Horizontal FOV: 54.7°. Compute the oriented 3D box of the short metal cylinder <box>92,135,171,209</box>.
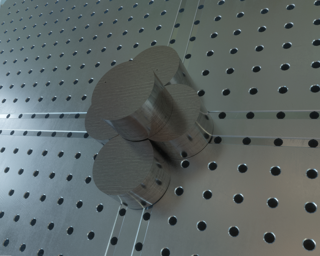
[{"bbox_3d":[-0.034,0.052,0.377,0.080,0.050,0.080,-13,54,20],"label":"short metal cylinder"}]

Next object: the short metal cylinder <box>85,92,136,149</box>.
[{"bbox_3d":[-0.055,-0.008,0.426,0.080,0.050,0.080,-13,56,21],"label":"short metal cylinder"}]

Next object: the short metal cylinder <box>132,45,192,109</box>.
[{"bbox_3d":[-0.002,-0.068,0.434,0.080,0.050,0.080,-12,57,20],"label":"short metal cylinder"}]

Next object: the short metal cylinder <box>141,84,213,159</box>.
[{"bbox_3d":[0.020,-0.008,0.386,0.080,0.050,0.080,-13,56,21],"label":"short metal cylinder"}]

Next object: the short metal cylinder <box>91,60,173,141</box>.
[{"bbox_3d":[-0.032,-0.032,0.363,0.080,0.050,0.080,-13,56,21],"label":"short metal cylinder"}]
